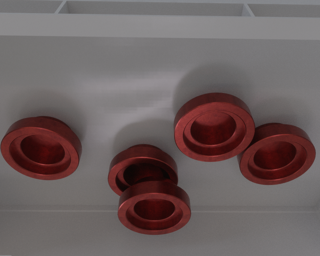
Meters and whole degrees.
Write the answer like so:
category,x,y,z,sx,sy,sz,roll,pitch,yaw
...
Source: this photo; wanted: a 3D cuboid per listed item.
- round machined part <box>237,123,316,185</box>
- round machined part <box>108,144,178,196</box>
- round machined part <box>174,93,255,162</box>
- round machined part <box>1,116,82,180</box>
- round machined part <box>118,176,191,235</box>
category,x,y,z,sx,sy,sz,roll,pitch,yaw
round machined part,0.155,0.031,0.426,0.099,0.042,0.097,0,130,0
round machined part,-0.024,0.062,0.450,0.099,0.042,0.097,0,130,0
round machined part,0.066,-0.005,0.394,0.099,0.042,0.097,0,130,0
round machined part,-0.154,0.023,0.416,0.099,0.042,0.097,0,130,0
round machined part,-0.008,0.104,0.431,0.099,0.042,0.097,-1,131,0
